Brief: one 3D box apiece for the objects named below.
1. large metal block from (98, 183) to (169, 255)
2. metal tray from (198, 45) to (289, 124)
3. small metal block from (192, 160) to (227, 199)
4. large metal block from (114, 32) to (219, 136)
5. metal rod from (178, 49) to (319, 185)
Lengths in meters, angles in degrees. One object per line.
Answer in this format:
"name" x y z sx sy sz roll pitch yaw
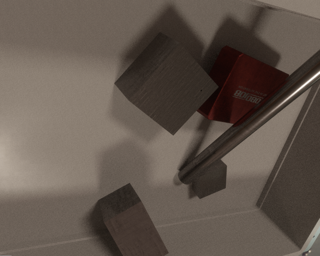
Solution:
"large metal block" -0.038 0.131 0.417 0.050 0.080 0.080 -28 103 -11
"metal tray" 0.115 -0.051 0.425 0.131 0.030 0.089 7 115 -43
"small metal block" 0.080 0.082 0.505 0.050 0.025 0.050 -18 126 -18
"large metal block" 0.008 -0.051 0.367 0.080 0.050 0.080 -48 129 5
"metal rod" 0.119 -0.011 0.392 0.025 0.025 0.298 12 137 -34
